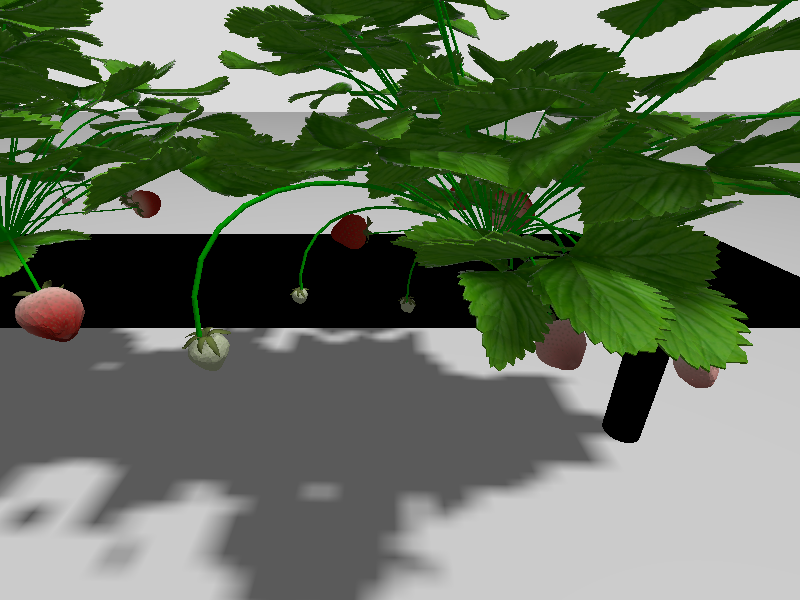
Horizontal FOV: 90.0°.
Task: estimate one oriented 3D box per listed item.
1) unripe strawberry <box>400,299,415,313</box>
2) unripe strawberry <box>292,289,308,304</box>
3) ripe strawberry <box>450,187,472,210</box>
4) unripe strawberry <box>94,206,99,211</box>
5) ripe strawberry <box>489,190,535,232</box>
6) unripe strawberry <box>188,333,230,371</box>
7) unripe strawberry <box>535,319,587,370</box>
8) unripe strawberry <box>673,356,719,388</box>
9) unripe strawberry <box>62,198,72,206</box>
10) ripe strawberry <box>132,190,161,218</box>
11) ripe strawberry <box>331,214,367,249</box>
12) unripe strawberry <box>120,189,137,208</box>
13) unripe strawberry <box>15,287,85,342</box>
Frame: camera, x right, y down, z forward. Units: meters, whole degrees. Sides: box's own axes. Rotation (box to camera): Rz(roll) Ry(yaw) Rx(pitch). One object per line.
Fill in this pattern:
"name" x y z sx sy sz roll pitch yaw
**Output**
"unripe strawberry" 0.005 0.004 0.273 0.011 0.010 0.010 18 32 32
"unripe strawberry" -0.065 -0.002 0.259 0.010 0.010 0.009 -20 33 -34
"ripe strawberry" 0.077 -0.132 0.513 0.038 0.033 0.038 -1 26 -2
"unripe strawberry" -0.384 -0.119 0.502 0.013 0.013 0.011 -3 27 -6
"ripe strawberry" 0.121 -0.097 0.433 0.051 0.045 0.046 12 29 21
"unripe strawberry" -0.101 0.028 0.213 0.021 0.022 0.020 -23 35 -37
"unripe strawberry" 0.087 0.025 0.214 0.026 0.028 0.029 0 30 -1
"unripe strawberry" 0.150 0.035 0.202 0.018 0.020 0.021 -9 -6 -17
"unripe strawberry" -0.426 -0.125 0.513 0.011 0.010 0.010 -10 29 -18
"ripe strawberry" -0.305 -0.117 0.484 0.029 0.033 0.032 11 29 21
"ripe strawberry" -0.049 -0.065 0.383 0.034 0.033 0.037 4 27 8
"unripe strawberry" -0.355 -0.135 0.532 0.025 0.026 0.027 1 9 3
"unripe strawberry" -0.207 0.011 0.240 0.034 0.033 0.032 43 45 21
